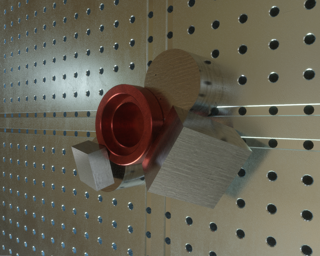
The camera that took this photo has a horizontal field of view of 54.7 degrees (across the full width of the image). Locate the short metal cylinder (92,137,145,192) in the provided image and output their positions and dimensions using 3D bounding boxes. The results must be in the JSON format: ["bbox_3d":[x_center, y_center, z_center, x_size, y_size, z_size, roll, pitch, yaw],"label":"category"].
[{"bbox_3d":[-0.059,0.047,0.441,0.080,0.050,0.079,0,90,40],"label":"short metal cylinder"}]

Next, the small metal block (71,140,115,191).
[{"bbox_3d":[-0.087,0.047,0.400,0.050,0.025,0.050,13,118,51],"label":"small metal block"}]

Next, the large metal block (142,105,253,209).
[{"bbox_3d":[0.036,0.032,0.335,0.080,0.081,0.050,-62,21,21],"label":"large metal block"}]

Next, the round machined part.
[{"bbox_3d":[-0.033,-0.004,0.387,0.098,0.042,0.097,0,90,40],"label":"round machined part"}]

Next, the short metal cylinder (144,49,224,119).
[{"bbox_3d":[0.028,-0.050,0.370,0.080,0.050,0.079,0,90,40],"label":"short metal cylinder"}]
